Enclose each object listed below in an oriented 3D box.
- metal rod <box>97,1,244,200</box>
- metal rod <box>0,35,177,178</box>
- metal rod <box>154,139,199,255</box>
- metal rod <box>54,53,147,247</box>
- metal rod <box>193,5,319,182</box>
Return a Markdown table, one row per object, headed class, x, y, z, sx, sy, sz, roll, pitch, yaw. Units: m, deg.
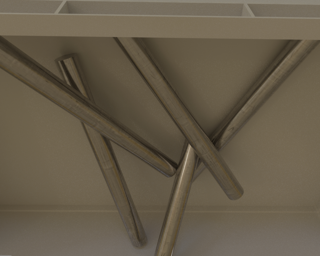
| class | x | y | z | sx | sy | sz | roll | pitch | yaw |
| --- | --- | --- | --- | --- | --- | --- | --- | --- | --- |
| metal rod | 0.028 | -0.013 | 0.376 | 0.025 | 0.025 | 0.300 | -26 | 119 | 20 |
| metal rod | -0.079 | -0.016 | 0.349 | 0.025 | 0.025 | 0.301 | -32 | 131 | 24 |
| metal rod | 0.011 | 0.155 | 0.434 | 0.025 | 0.025 | 0.298 | 14 | 94 | -11 |
| metal rod | -0.068 | 0.048 | 0.412 | 0.025 | 0.025 | 0.298 | -11 | 118 | 9 |
| metal rod | 0.107 | -0.021 | 0.391 | 0.025 | 0.025 | 0.298 | 22 | 127 | -18 |
